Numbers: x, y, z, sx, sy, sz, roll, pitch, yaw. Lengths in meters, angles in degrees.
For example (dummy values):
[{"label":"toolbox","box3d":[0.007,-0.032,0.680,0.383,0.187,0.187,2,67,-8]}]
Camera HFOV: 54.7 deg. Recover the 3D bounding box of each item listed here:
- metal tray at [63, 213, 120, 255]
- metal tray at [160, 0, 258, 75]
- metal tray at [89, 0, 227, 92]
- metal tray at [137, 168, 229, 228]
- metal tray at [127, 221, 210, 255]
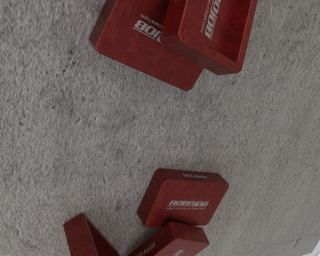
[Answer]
[{"label":"metal tray","box3d":[-0.083,0.190,0.437,0.030,0.090,0.130,-31,129,-8]},{"label":"metal tray","box3d":[0.058,-0.130,0.318,0.091,0.030,0.129,19,82,-35]},{"label":"metal tray","box3d":[0.001,-0.104,0.340,0.131,0.030,0.090,18,109,-35]},{"label":"metal tray","box3d":[0.038,0.113,0.495,0.131,0.030,0.089,10,113,-33]},{"label":"metal tray","box3d":[0.006,0.209,0.514,0.130,0.030,0.090,-44,135,20]}]
